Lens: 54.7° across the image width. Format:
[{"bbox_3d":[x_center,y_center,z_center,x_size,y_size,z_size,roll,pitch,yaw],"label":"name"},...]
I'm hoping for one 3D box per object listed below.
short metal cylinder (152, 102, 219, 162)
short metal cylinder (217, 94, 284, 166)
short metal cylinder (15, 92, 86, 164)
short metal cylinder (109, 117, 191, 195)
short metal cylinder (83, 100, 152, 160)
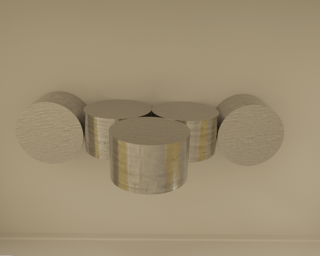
[{"bbox_3d":[0.030,0.002,0.381,0.081,0.080,0.050,2,110,-1],"label":"short metal cylinder"},{"bbox_3d":[0.110,0.002,0.398,0.081,0.050,0.079,0,110,0],"label":"short metal cylinder"},{"bbox_3d":[-0.132,-0.002,0.394,0.081,0.050,0.079,0,110,0],"label":"short metal cylinder"},{"bbox_3d":[-0.011,0.025,0.316,0.081,0.080,0.050,2,110,-1],"label":"short metal cylinder"},{"bbox_3d":[-0.051,0.000,0.379,0.081,0.080,0.050,2,110,-1],"label":"short metal cylinder"}]
